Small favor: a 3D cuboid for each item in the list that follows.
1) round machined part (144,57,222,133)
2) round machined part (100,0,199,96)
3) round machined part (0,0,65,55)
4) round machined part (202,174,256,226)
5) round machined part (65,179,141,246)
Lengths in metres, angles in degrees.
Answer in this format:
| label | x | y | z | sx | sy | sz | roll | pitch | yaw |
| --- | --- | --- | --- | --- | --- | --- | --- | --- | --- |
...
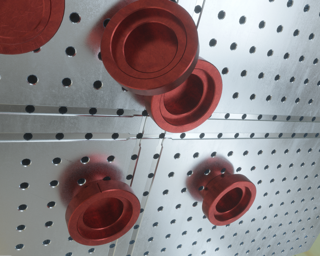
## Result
| label | x | y | z | sx | sy | sz | roll | pitch | yaw |
| --- | --- | --- | --- | --- | --- | --- | --- | --- | --- |
| round machined part | 0.025 | -0.046 | 0.386 | 0.099 | 0.042 | 0.097 | -15 | 127 | -21 |
| round machined part | -0.008 | -0.080 | 0.324 | 0.098 | 0.098 | 0.042 | -42 | 165 | 0 |
| round machined part | -0.131 | -0.109 | 0.262 | 0.099 | 0.042 | 0.097 | -14 | 125 | -21 |
| round machined part | 0.115 | 0.119 | 0.539 | 0.099 | 0.042 | 0.097 | -14 | 125 | -21 |
| round machined part | -0.080 | 0.110 | 0.426 | 0.099 | 0.042 | 0.097 | -14 | 125 | -21 |
